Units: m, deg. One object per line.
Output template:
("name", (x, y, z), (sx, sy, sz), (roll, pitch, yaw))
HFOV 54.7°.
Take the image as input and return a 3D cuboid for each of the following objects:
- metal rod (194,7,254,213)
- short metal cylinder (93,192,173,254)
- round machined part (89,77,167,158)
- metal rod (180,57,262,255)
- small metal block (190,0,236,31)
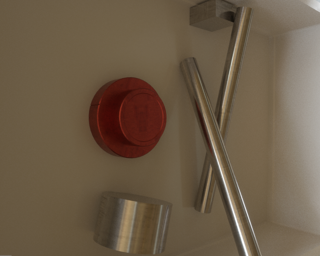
("metal rod", (0.093, -0.023, 0.452), (0.025, 0.025, 0.298), (8, 96, -40))
("short metal cylinder", (-0.030, 0.104, 0.348), (0.081, 0.080, 0.050), (17, 80, -39))
("round machined part", (-0.031, -0.012, 0.371), (0.099, 0.042, 0.097), (0, 90, -40))
("metal rod", (0.077, 0.042, 0.397), (0.025, 0.025, 0.299), (2, 65, -40))
("small metal block", (0.080, -0.166, 0.459), (0.050, 0.050, 0.025), (0, 90, -40))
